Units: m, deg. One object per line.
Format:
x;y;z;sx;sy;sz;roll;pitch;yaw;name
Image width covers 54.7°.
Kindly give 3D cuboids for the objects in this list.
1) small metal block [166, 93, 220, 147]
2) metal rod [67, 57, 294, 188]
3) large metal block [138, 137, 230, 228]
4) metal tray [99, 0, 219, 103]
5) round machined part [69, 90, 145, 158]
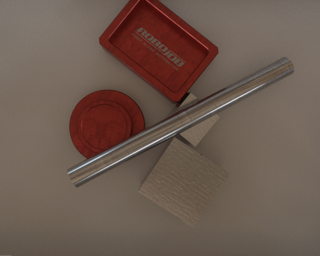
0.041;-0.012;0.408;0.050;0.025;0.050;39;90;-11;small metal block
0.031;-0.010;0.379;0.301;0.025;0.025;-28;90;-7;metal rod
0.029;0.066;0.399;0.080;0.050;0.080;33;90;-1;large metal block
-0.001;-0.105;0.408;0.130;0.030;0.090;38;90;-1;metal tray
-0.069;-0.001;0.402;0.099;0.042;0.097;0;90;-1;round machined part
